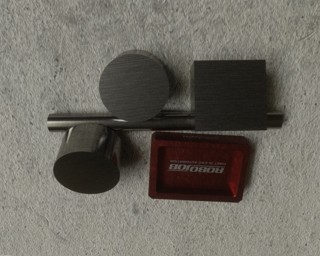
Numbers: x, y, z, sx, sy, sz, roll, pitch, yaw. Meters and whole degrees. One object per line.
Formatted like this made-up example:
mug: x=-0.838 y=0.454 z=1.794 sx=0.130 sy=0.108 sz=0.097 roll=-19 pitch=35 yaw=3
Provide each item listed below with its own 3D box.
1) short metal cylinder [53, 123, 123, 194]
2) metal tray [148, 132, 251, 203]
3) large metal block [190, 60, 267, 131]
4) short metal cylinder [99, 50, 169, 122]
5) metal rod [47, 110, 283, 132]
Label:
short metal cylinder: x=-0.090 y=0.040 z=0.399 sx=0.081 sy=0.050 sz=0.079 roll=-1 pitch=131 yaw=-1
metal tray: x=0.051 y=0.055 z=0.428 sx=0.131 sy=0.030 sz=0.089 roll=3 pitch=110 yaw=-2
large metal block: x=0.079 y=-0.036 z=0.372 sx=0.081 sy=0.050 sz=0.080 roll=-1 pitch=89 yaw=0
short metal cylinder: x=-0.029 y=-0.053 z=0.378 sx=0.081 sy=0.050 sz=0.079 roll=0 pitch=110 yaw=0
metal rod: x=0.007 y=-0.009 z=0.409 sx=0.302 sy=0.025 sz=0.025 roll=-1 pitch=110 yaw=0
